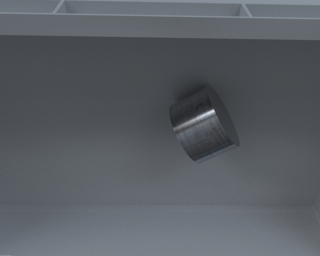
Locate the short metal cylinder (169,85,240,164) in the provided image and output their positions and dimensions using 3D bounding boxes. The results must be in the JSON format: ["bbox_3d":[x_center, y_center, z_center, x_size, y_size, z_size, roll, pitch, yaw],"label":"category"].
[{"bbox_3d":[0.054,-0.004,0.371,0.050,0.080,0.080,-27,125,21],"label":"short metal cylinder"}]
